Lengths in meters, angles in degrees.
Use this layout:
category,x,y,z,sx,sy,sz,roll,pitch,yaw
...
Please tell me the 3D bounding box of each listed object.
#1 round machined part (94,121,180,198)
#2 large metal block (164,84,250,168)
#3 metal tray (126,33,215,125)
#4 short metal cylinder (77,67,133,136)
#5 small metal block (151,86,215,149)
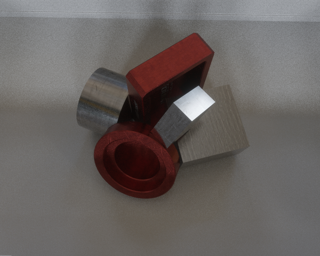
category,x,y,z,sx,sy,sz,roll,pitch,yaw
round machined part,-0.024,0.033,0.367,0.098,0.097,0.042,19,36,6
large metal block,0.055,-0.001,0.388,0.081,0.050,0.080,-13,75,-5
metal tray,0.010,-0.045,0.369,0.090,0.130,0.030,-33,75,-12
short metal cylinder,-0.061,-0.030,0.389,0.050,0.080,0.080,21,71,7
small metal block,0.024,-0.012,0.327,0.025,0.050,0.050,46,44,7
